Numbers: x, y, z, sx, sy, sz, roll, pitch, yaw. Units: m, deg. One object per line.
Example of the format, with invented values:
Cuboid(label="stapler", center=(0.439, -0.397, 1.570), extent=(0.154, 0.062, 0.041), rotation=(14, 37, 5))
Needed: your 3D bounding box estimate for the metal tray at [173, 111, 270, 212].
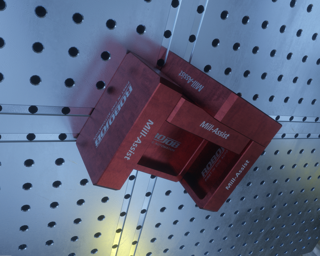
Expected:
Cuboid(label="metal tray", center=(0.081, 0.040, 0.436), extent=(0.030, 0.090, 0.129), rotation=(24, 105, -37))

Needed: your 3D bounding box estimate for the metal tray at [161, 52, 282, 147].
Cuboid(label="metal tray", center=(0.065, -0.035, 0.355), extent=(0.090, 0.130, 0.030), rotation=(24, 105, -37))

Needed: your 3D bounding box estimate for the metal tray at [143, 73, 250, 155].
Cuboid(label="metal tray", center=(0.043, -0.019, 0.379), extent=(0.131, 0.090, 0.030), rotation=(23, 106, -37))

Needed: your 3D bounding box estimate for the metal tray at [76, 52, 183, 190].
Cuboid(label="metal tray", center=(-0.040, -0.009, 0.340), extent=(0.030, 0.090, 0.129), rotation=(24, 105, -37))

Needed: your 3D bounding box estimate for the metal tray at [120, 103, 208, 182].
Cuboid(label="metal tray", center=(-0.002, 0.017, 0.416), extent=(0.131, 0.030, 0.090), rotation=(24, 106, -37))
